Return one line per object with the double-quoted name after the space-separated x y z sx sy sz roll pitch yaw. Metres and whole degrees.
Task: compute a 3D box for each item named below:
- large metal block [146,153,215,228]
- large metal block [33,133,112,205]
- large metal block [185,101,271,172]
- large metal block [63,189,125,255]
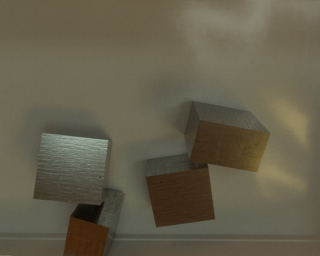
0.028 0.084 0.429 0.080 0.050 0.079 -9 110 3 "large metal block"
-0.109 0.051 0.401 0.081 0.050 0.080 6 86 -3 "large metal block"
0.078 0.008 0.385 0.081 0.080 0.050 10 110 -4 "large metal block"
-0.090 0.138 0.429 0.050 0.080 0.079 16 110 2 "large metal block"
